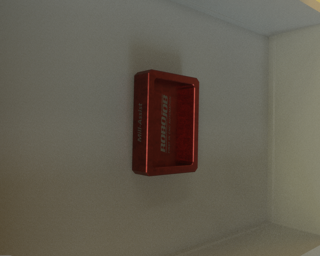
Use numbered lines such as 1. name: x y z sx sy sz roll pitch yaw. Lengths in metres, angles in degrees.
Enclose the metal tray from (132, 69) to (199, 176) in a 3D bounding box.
1. metal tray: 0.010 -0.005 0.409 0.091 0.030 0.129 2 88 -41
